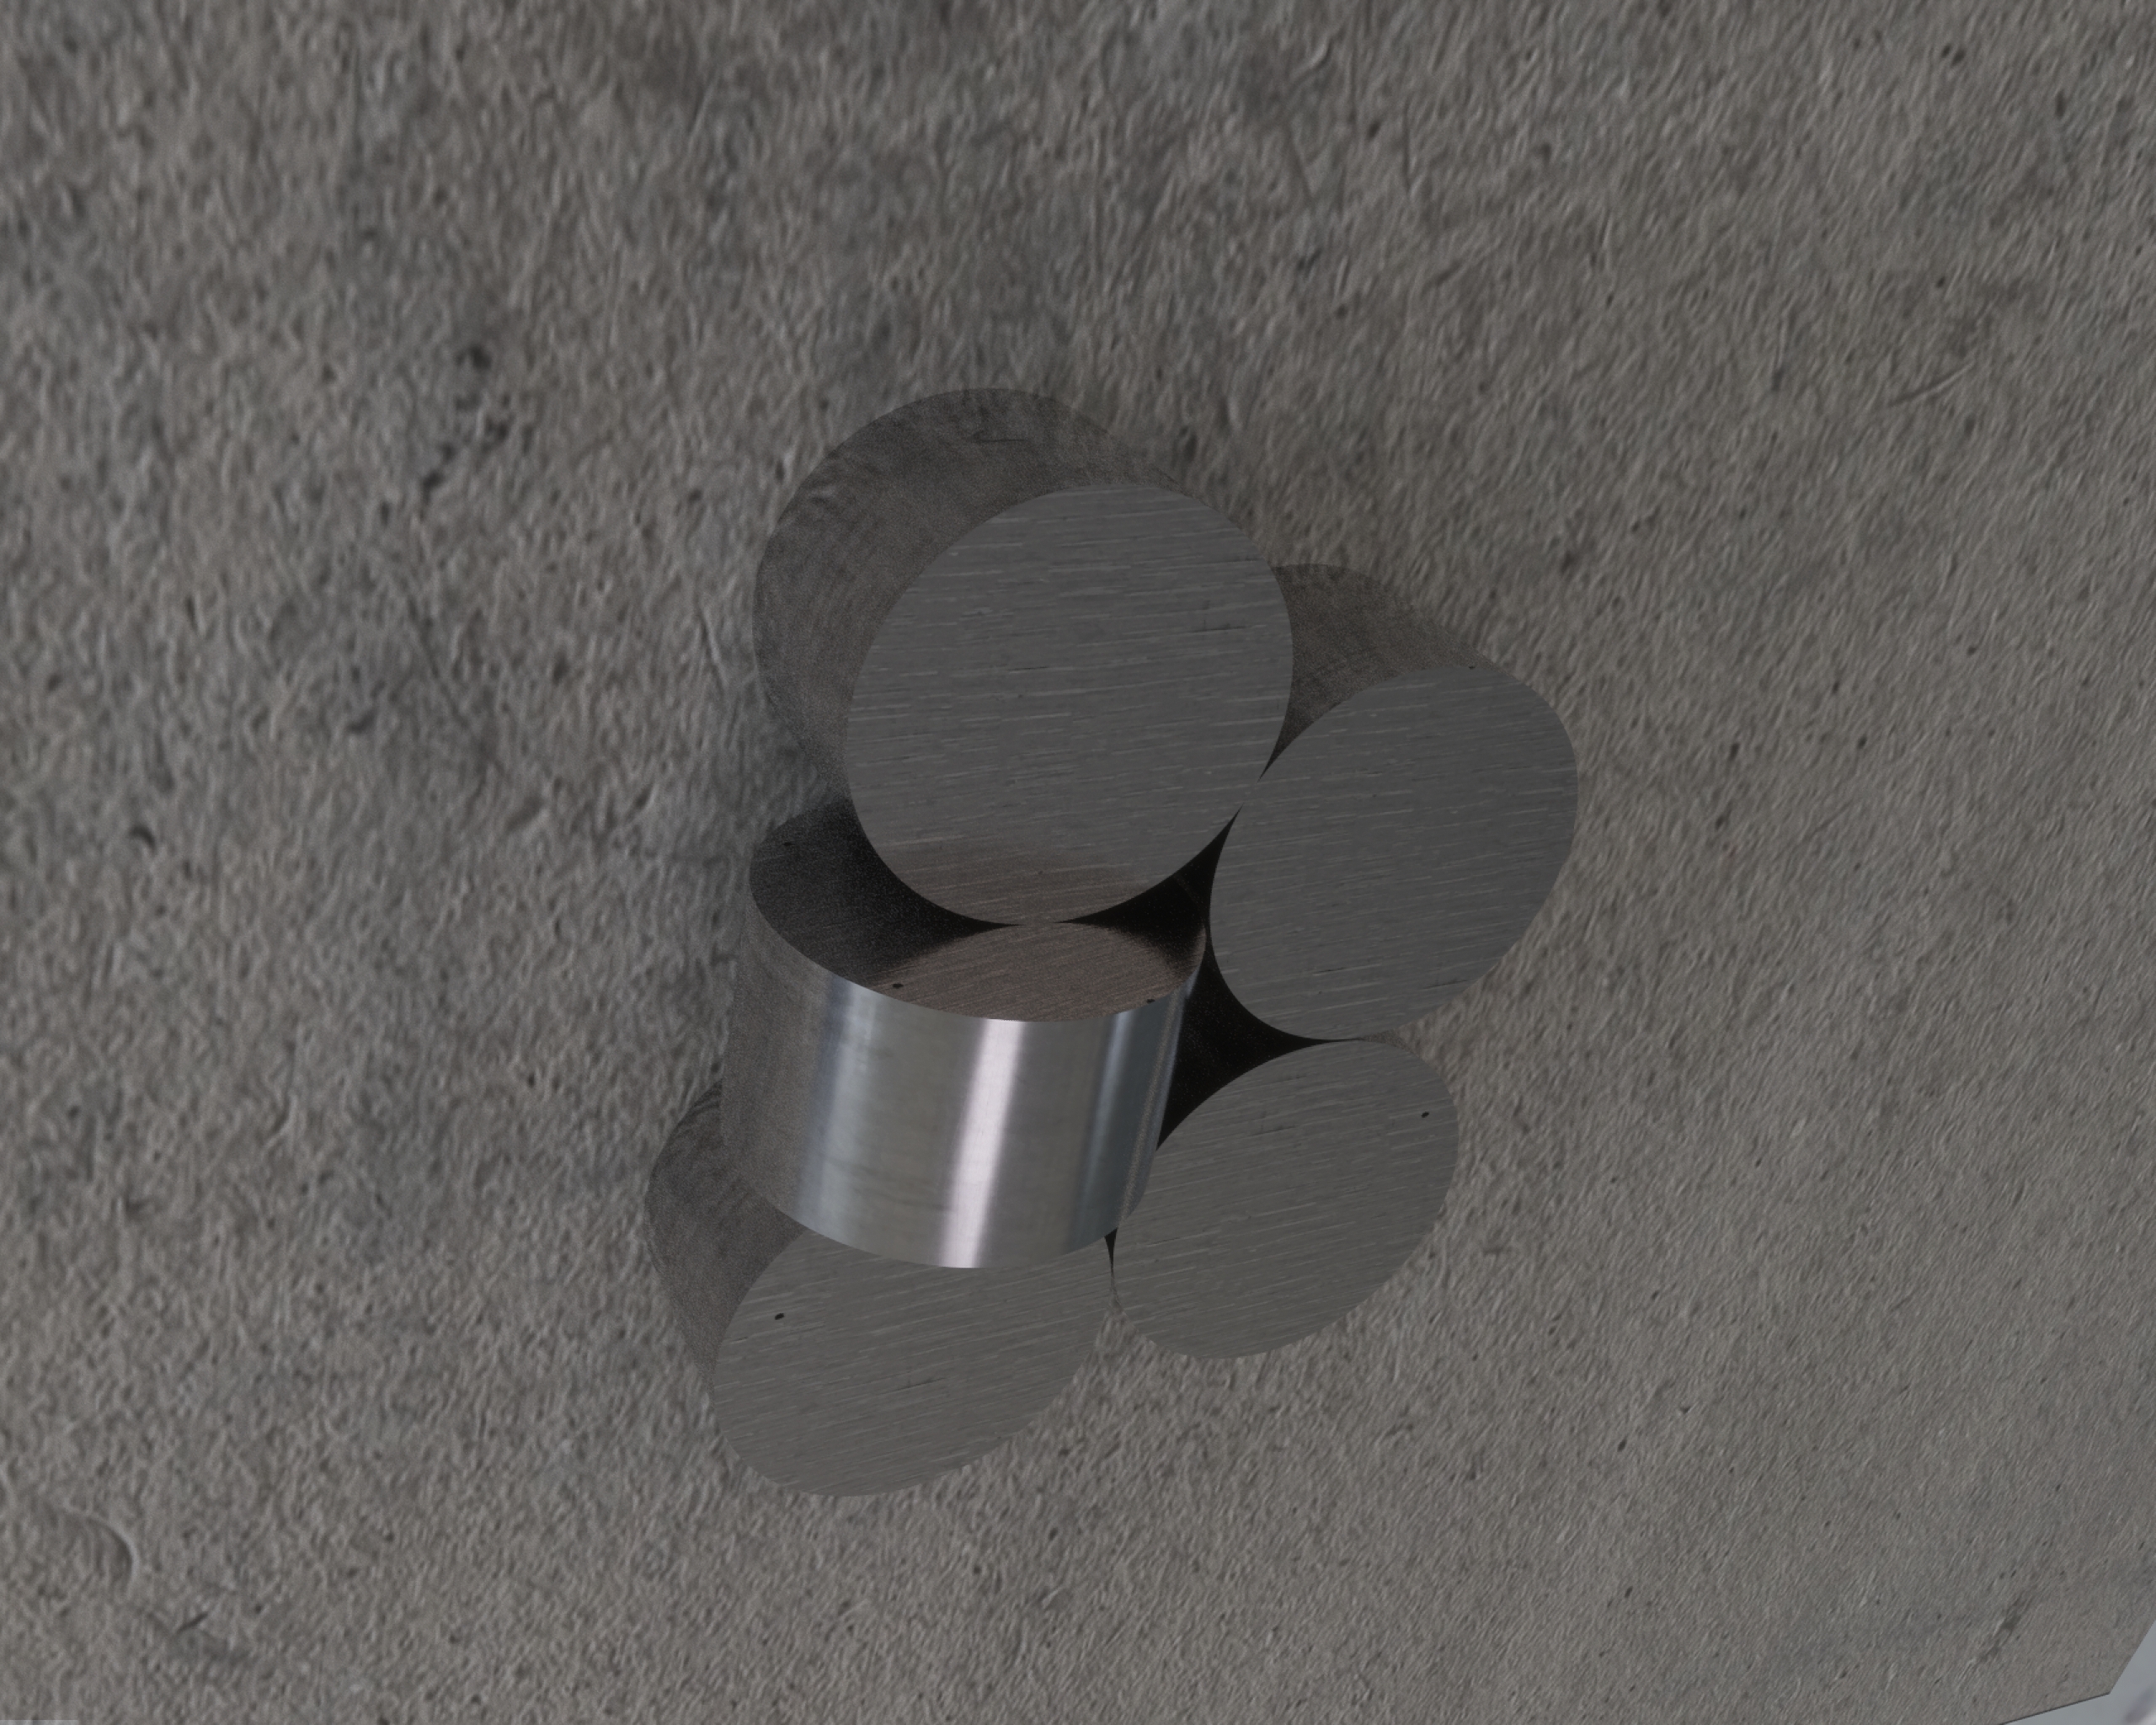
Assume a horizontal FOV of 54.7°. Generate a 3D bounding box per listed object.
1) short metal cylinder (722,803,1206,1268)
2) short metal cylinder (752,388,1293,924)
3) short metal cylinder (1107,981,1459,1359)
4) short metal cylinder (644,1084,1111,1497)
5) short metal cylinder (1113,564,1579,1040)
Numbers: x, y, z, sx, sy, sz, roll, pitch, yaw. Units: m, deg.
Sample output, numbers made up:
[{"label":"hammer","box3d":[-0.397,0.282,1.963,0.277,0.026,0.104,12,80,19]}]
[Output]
[{"label":"short metal cylinder","box3d":[-0.022,0.028,0.377,0.081,0.080,0.050,-3,120,-27]},{"label":"short metal cylinder","box3d":[-0.010,-0.036,0.363,0.081,0.050,0.079,-14,124,-21]},{"label":"short metal cylinder","box3d":[0.033,0.058,0.444,0.081,0.050,0.079,-14,124,-21]},{"label":"short metal cylinder","box3d":[-0.041,0.079,0.417,0.081,0.050,0.079,-14,124,-21]},{"label":"short metal cylinder","box3d":[0.050,-0.012,0.410,0.081,0.050,0.079,-14,124,-21]}]
